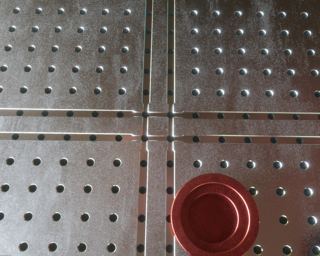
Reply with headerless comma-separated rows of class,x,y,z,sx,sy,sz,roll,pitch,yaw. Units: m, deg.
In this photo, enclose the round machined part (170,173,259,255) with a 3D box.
round machined part,0.061,0.106,0.364,0.099,0.042,0.098,0,70,0
